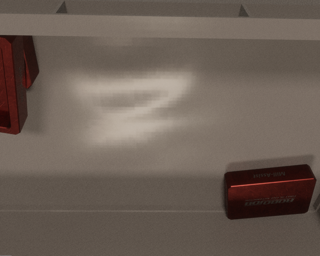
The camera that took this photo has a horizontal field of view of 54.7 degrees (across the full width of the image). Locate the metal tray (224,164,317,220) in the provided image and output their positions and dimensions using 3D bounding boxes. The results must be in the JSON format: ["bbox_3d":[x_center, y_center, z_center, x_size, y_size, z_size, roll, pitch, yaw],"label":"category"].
[{"bbox_3d":[0.172,0.105,0.498,0.131,0.030,0.089,-7,130,5],"label":"metal tray"}]

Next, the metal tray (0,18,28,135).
[{"bbox_3d":[-0.188,-0.052,0.314,0.091,0.030,0.129,10,135,-11],"label":"metal tray"}]

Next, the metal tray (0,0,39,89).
[{"bbox_3d":[-0.205,-0.090,0.326,0.131,0.030,0.089,3,130,-3],"label":"metal tray"}]

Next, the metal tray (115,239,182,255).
[{"bbox_3d":[-0.026,0.269,0.637,0.131,0.030,0.089,6,130,-6],"label":"metal tray"}]
